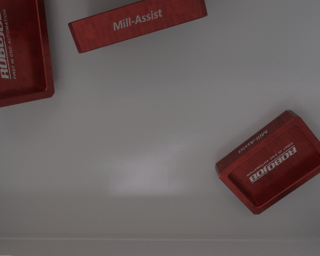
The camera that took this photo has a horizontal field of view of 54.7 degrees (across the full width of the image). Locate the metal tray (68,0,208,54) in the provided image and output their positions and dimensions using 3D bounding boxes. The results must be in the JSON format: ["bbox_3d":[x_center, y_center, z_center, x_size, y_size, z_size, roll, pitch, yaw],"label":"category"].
[{"bbox_3d":[-0.021,-0.117,0.333,0.131,0.090,0.030,-15,110,5],"label":"metal tray"}]

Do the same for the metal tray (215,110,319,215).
[{"bbox_3d":[0.155,0.050,0.427,0.130,0.030,0.090,-40,106,13],"label":"metal tray"}]

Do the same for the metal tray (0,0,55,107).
[{"bbox_3d":[-0.172,-0.092,0.343,0.030,0.091,0.129,18,116,39],"label":"metal tray"}]
